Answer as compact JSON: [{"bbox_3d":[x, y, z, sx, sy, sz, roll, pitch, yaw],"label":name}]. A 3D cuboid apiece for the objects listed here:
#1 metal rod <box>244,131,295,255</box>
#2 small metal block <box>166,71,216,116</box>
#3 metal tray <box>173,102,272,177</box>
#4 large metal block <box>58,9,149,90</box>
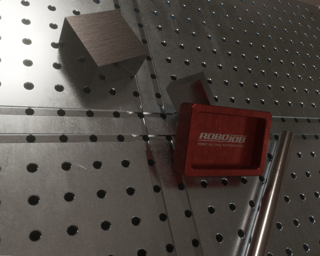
[{"bbox_3d":[0.147,0.111,0.421,0.025,0.025,0.301,37,51,-4],"label":"metal rod"},{"bbox_3d":[0.044,-0.044,0.430,0.050,0.050,0.025,63,30,-24],"label":"small metal block"},{"bbox_3d":[0.085,0.017,0.412,0.131,0.030,0.089,4,95,-27],"label":"metal tray"},{"bbox_3d":[-0.077,-0.107,0.417,0.081,0.050,0.080,-26,76,-37],"label":"large metal block"}]
